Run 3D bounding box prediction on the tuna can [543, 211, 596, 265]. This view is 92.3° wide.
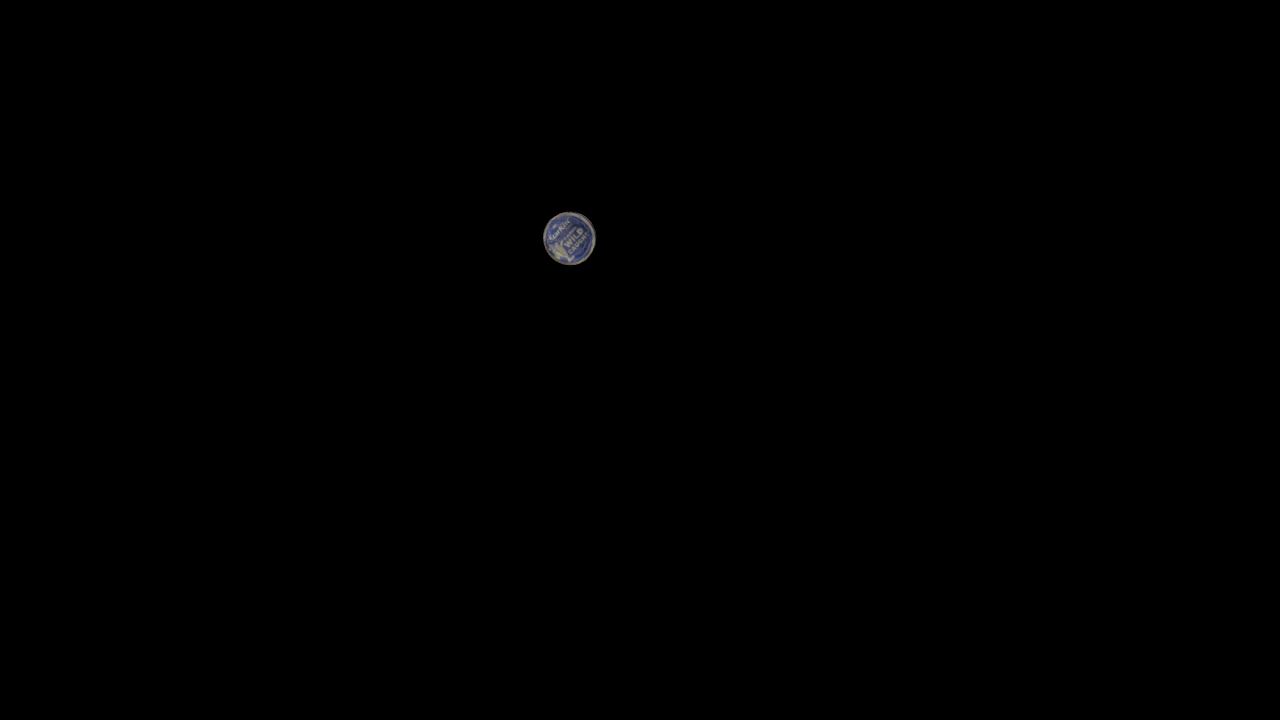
[{"bbox_3d":[-0.113,-0.198,0.998,0.084,0.084,0.034,0,18,1],"label":"tuna can"}]
